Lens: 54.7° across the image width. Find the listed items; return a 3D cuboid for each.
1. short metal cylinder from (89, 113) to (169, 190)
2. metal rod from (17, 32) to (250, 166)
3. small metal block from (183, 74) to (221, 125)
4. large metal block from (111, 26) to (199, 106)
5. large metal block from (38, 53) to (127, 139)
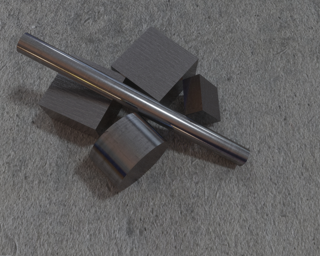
[{"bbox_3d":[-0.036,0.028,0.369,0.080,0.080,0.050,-42,76,-14],"label":"short metal cylinder"},{"bbox_3d":[-0.025,-0.030,0.377,0.301,0.025,0.025,27,72,-8],"label":"metal rod"},{"bbox_3d":[0.055,-0.036,0.407,0.025,0.050,0.050,-15,66,33],"label":"small metal block"},{"bbox_3d":[-0.006,-0.077,0.421,0.080,0.050,0.080,38,74,12],"label":"large metal block"},{"bbox_3d":[-0.096,-0.039,0.410,0.080,0.050,0.080,24,72,8],"label":"large metal block"}]
